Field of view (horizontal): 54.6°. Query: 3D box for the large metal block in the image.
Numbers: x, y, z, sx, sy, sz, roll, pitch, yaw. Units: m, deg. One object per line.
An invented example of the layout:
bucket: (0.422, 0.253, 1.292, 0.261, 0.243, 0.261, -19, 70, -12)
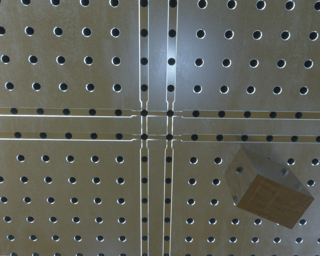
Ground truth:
large metal block: (0.140, 0.077, 0.413, 0.080, 0.080, 0.050, 24, 108, -9)
